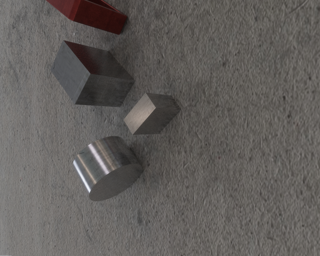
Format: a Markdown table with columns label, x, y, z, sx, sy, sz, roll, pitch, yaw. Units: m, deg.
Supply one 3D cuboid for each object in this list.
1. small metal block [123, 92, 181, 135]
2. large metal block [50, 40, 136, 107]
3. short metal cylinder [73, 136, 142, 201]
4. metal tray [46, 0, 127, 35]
| label | x | y | z | sx | sy | sz | roll | pitch | yaw |
| --- | --- | --- | --- | --- | --- | --- | --- | --- | --- |
| small metal block | -0.009 | -0.017 | 0.397 | 0.050 | 0.050 | 0.025 | -48 | 62 | 29 |
| large metal block | -0.097 | -0.076 | 0.449 | 0.080 | 0.081 | 0.050 | 49 | 119 | 28 |
| short metal cylinder | -0.072 | 0.056 | 0.429 | 0.080 | 0.081 | 0.050 | -52 | 60 | 27 |
| metal tray | -0.121 | -0.188 | 0.462 | 0.130 | 0.091 | 0.030 | 42 | 116 | 31 |
